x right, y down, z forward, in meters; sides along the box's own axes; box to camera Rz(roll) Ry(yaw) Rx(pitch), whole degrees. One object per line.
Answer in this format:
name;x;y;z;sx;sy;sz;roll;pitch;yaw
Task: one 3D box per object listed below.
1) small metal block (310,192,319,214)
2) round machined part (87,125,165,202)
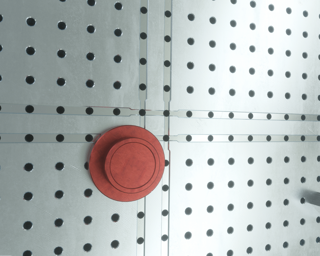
small metal block;0.288;0.136;0.508;0.050;0.050;0.025;44;76;-15
round machined part;-0.039;0.045;0.390;0.099;0.042;0.097;0;90;-20
